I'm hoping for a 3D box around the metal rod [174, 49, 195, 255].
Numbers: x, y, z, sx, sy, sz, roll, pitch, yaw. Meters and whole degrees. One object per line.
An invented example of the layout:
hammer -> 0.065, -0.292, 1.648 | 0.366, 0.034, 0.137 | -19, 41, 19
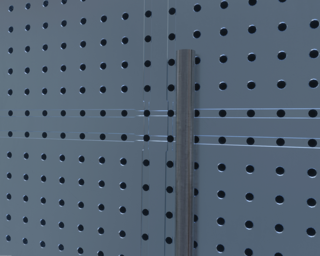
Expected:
metal rod -> 0.032, 0.050, 0.401 | 0.025, 0.025, 0.298 | 0, 90, 20
